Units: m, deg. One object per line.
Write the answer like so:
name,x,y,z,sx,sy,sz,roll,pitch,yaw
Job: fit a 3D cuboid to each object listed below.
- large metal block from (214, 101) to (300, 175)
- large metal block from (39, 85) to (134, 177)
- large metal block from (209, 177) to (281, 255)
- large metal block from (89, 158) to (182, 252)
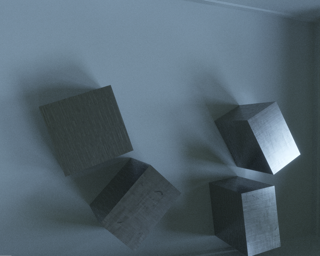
large metal block,0.133,0.012,0.432,0.050,0.080,0.080,-32,101,-17
large metal block,-0.088,0.002,0.365,0.081,0.050,0.080,-21,97,-19
large metal block,0.113,0.116,0.425,0.050,0.080,0.079,-8,93,-20
large metal block,-0.033,0.086,0.370,0.050,0.080,0.080,45,76,-15
